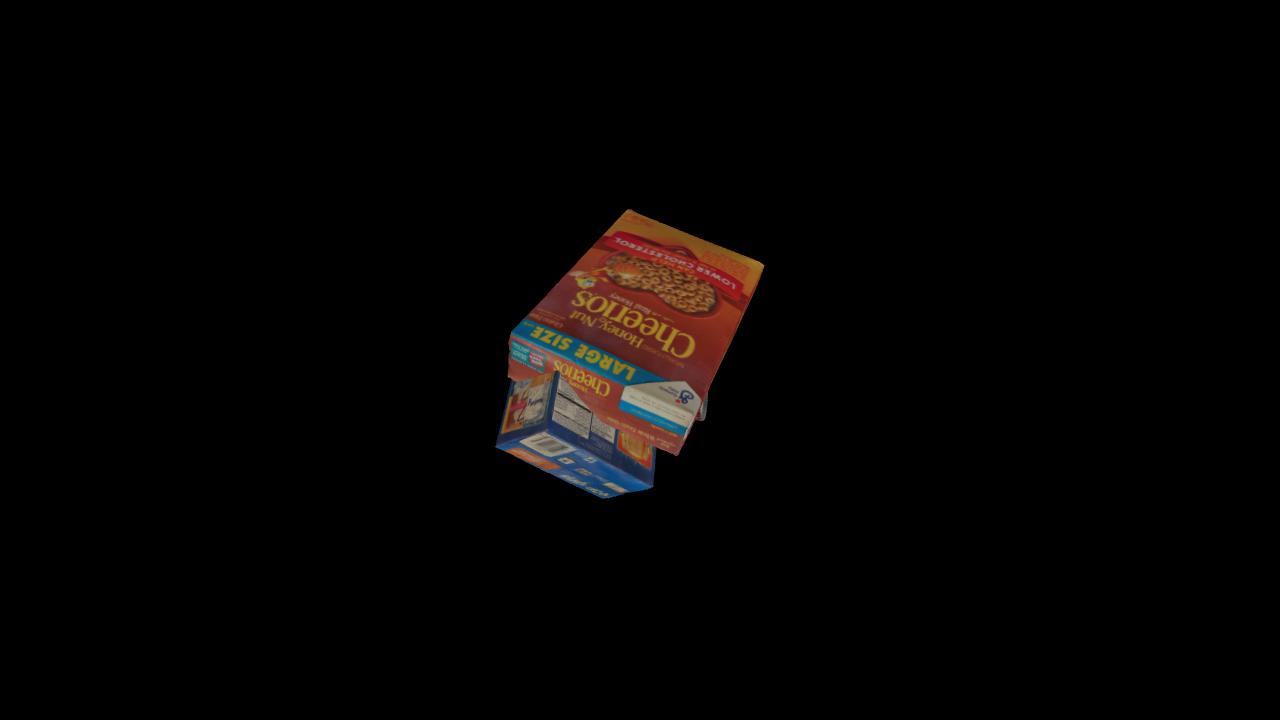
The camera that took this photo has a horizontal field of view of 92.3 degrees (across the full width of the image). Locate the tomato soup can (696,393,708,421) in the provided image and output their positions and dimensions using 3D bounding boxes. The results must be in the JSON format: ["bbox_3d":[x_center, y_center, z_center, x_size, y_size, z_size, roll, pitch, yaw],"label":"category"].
[{"bbox_3d":[0.027,0.036,0.733,0.101,0.068,0.068,2,0,14],"label":"tomato soup can"}]

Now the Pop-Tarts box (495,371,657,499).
[{"bbox_3d":[-0.060,0.056,0.683,0.083,0.141,0.167,-18,-39,34],"label":"Pop-Tarts box"}]

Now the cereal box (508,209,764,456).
[{"bbox_3d":[0.010,-0.051,0.721,0.203,0.081,0.306,24,43,8],"label":"cereal box"}]
